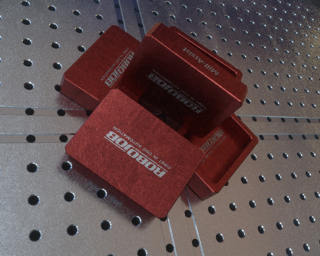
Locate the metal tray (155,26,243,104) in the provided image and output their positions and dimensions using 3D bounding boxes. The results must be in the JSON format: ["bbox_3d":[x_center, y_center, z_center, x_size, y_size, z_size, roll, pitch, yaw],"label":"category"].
[{"bbox_3d":[0.050,-0.079,0.443,0.130,0.030,0.090,32,51,-8],"label":"metal tray"}]

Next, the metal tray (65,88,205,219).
[{"bbox_3d":[-0.027,0.028,0.350,0.130,0.030,0.090,37,76,-4],"label":"metal tray"}]

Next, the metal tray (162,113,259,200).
[{"bbox_3d":[0.071,0.024,0.429,0.090,0.030,0.131,47,51,5],"label":"metal tray"}]

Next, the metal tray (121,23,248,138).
[{"bbox_3d":[0.026,-0.052,0.374,0.130,0.090,0.030,35,51,-5],"label":"metal tray"}]

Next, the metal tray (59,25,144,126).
[{"bbox_3d":[-0.060,-0.074,0.418,0.090,0.030,0.130,34,51,-7],"label":"metal tray"}]
